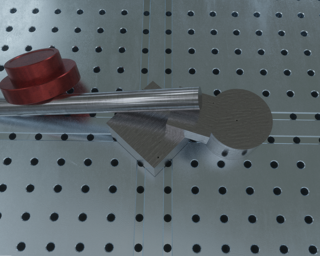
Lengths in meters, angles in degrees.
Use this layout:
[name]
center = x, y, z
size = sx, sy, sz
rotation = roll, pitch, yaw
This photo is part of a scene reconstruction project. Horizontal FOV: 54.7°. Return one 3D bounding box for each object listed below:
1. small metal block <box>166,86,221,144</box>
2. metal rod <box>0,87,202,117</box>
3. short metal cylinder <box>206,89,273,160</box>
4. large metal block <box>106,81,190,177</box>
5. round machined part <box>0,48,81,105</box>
[small metal block]
center = 0.039, -0.015, 0.362
size = 0.050, 0.025, 0.050
rotation = 18, 71, 6
[metal rod]
center = -0.101, -0.029, 0.375
size = 0.301, 0.025, 0.025
rotation = -1, 69, 17
[short metal cylinder]
center = 0.097, -0.004, 0.401
size = 0.081, 0.050, 0.080
rotation = 0, 70, 0
[large metal block]
center = -0.008, 0.001, 0.395
size = 0.080, 0.050, 0.080
rotation = 42, 75, 13
[round machined part]
center = -0.157, -0.072, 0.398
size = 0.099, 0.042, 0.098
rotation = -9, 31, 6
